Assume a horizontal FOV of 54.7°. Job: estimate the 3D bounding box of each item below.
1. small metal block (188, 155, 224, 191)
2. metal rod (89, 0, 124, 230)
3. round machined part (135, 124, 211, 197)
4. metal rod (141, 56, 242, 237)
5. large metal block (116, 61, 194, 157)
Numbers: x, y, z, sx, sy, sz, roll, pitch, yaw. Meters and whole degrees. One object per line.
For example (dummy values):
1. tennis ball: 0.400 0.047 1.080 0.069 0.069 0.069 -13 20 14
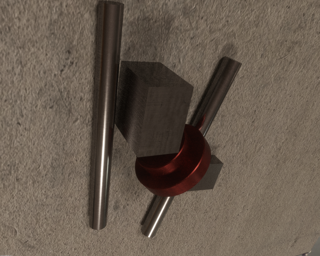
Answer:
1. small metal block: 0.065 0.071 0.488 0.050 0.025 0.050 2 118 -30
2. metal rod: -0.068 0.007 0.374 0.025 0.025 0.298 -6 121 -26
3. round machined part: 0.010 0.032 0.387 0.098 0.098 0.042 -40 130 -2
4. metal rod: 0.039 0.039 0.454 0.025 0.025 0.298 11 113 -34
5. large metal block: -0.012 -0.024 0.351 0.050 0.080 0.079 -4 120 -27
